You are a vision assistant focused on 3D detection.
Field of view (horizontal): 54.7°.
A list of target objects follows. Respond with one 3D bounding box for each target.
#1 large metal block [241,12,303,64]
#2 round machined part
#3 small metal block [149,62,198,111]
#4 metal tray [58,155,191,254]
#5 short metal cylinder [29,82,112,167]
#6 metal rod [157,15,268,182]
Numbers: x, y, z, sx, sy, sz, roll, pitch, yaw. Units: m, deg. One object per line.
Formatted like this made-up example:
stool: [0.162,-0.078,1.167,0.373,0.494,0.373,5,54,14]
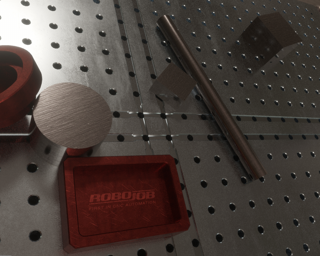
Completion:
large metal block: [0.228,-0.184,0.631,0.081,0.050,0.080,-24,75,-37]
round machined part: [-0.167,-0.037,0.312,0.099,0.042,0.098,-4,50,5]
small metal block: [0.020,-0.063,0.459,0.050,0.025,0.050,38,51,-3]
metal tray: [-0.038,0.077,0.338,0.131,0.030,0.090,1,61,-28]
short metal cylinder: [-0.099,-0.003,0.341,0.081,0.050,0.080,14,56,-21]
metal rod: [0.075,-0.056,0.484,0.025,0.025,0.299,-18,71,-35]
